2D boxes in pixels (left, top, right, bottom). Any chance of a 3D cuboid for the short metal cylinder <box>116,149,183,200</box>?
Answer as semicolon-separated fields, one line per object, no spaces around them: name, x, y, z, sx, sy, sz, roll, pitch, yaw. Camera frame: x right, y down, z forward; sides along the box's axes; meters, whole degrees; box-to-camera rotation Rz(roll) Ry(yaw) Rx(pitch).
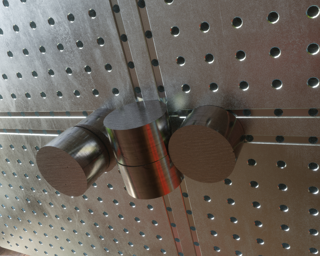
short metal cylinder;-0.013;0.049;0.413;0.080;0.080;0.050;-1;118;29

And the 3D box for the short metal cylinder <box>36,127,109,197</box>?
short metal cylinder;-0.117;0.045;0.418;0.080;0.050;0.079;13;124;21

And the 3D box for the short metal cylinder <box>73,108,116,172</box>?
short metal cylinder;-0.085;0.018;0.451;0.080;0.050;0.079;13;124;20

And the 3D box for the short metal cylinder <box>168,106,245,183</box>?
short metal cylinder;0.057;0.019;0.376;0.080;0.050;0.079;13;124;20

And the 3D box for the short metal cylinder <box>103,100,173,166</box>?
short metal cylinder;-0.025;0.004;0.392;0.080;0.080;0.050;1;120;28
